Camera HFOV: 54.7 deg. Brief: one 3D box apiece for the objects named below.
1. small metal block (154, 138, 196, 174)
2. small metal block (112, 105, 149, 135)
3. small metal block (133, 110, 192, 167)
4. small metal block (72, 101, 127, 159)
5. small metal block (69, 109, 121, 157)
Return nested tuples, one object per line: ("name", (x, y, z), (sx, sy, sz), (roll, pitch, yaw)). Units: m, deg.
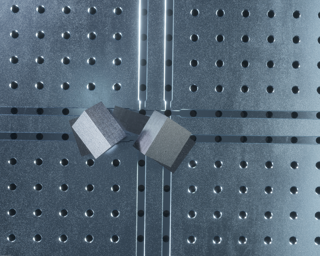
("small metal block", (0.012, 0.024, 0.414), (0.050, 0.025, 0.050), (36, 90, -1))
("small metal block", (-0.035, -0.008, 0.400), (0.050, 0.050, 0.025), (19, 90, -1))
("small metal block", (0.004, 0.014, 0.374), (0.050, 0.025, 0.050), (32, 89, -45))
("small metal block", (-0.074, 0.004, 0.372), (0.025, 0.050, 0.050), (-37, 91, -39))
("small metal block", (-0.086, 0.005, 0.412), (0.050, 0.025, 0.050), (-19, 90, -1))
